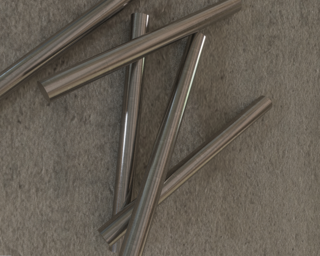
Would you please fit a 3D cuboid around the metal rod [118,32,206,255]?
[{"bbox_3d":[0.009,0.009,0.381,0.025,0.025,0.299,25,70,-19],"label":"metal rod"}]

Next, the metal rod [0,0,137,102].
[{"bbox_3d":[-0.107,-0.110,0.369,0.301,0.025,0.025,-43,104,-15],"label":"metal rod"}]

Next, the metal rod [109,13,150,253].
[{"bbox_3d":[-0.039,0.005,0.395,0.025,0.025,0.298,6,88,-20],"label":"metal rod"}]

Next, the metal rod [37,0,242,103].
[{"bbox_3d":[-0.005,-0.109,0.383,0.302,0.025,0.025,-32,101,-27],"label":"metal rod"}]

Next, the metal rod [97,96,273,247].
[{"bbox_3d":[0.048,0.044,0.412,0.302,0.025,0.025,-36,102,-23],"label":"metal rod"}]
